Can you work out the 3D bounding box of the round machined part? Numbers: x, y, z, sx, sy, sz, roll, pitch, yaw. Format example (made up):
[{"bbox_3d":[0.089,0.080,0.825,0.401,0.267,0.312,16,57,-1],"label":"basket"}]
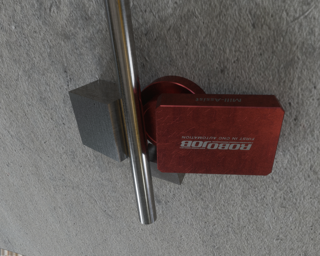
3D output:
[{"bbox_3d":[0.013,-0.011,0.383,0.098,0.042,0.097,13,124,21],"label":"round machined part"}]

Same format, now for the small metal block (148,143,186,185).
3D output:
[{"bbox_3d":[0.007,0.050,0.423,0.050,0.025,0.050,15,150,20],"label":"small metal block"}]

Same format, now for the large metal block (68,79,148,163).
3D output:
[{"bbox_3d":[-0.067,-0.012,0.405,0.080,0.050,0.079,19,128,39],"label":"large metal block"}]

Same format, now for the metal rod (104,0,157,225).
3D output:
[{"bbox_3d":[-0.030,-0.006,0.366,0.025,0.025,0.298,7,120,24],"label":"metal rod"}]

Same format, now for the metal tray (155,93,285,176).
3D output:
[{"bbox_3d":[0.062,0.008,0.349,0.131,0.030,0.089,1,122,4],"label":"metal tray"}]
